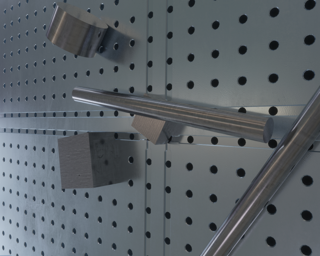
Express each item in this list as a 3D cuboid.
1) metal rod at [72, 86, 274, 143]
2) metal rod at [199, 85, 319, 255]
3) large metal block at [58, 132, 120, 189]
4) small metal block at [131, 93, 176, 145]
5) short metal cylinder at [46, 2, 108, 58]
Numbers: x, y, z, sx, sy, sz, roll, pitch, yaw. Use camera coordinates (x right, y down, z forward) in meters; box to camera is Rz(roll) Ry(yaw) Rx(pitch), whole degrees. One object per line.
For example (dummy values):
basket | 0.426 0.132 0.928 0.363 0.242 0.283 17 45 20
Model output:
metal rod | -0.011 -0.025 0.386 0.300 0.025 0.025 14 99 39
metal rod | 0.110 0.055 0.318 0.025 0.025 0.298 42 115 32
large metal block | -0.113 0.051 0.486 0.080 0.050 0.080 -11 83 39
small metal block | -0.005 -0.012 0.414 0.050 0.025 0.050 37 113 33
short metal cylinder | -0.128 -0.151 0.479 0.080 0.081 0.050 45 117 30
